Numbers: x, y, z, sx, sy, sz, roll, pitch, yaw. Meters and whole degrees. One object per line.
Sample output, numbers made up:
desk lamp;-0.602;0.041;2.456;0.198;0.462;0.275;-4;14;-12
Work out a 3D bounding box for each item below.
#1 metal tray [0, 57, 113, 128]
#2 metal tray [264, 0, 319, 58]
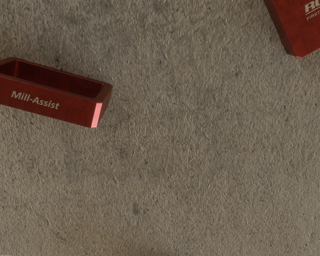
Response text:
metal tray;-0.127;-0.044;0.357;0.131;0.090;0.030;15;110;-6
metal tray;0.196;-0.151;0.353;0.130;0.030;0.090;-29;108;10
